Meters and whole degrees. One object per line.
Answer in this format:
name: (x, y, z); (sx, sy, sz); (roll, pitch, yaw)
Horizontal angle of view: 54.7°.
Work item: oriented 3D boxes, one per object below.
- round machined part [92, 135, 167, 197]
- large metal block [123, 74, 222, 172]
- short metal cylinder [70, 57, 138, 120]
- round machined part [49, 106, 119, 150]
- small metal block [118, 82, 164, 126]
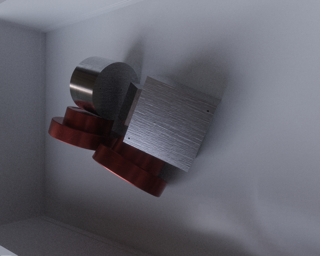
round machined part: (-0.032, 0.043, 0.390); (0.098, 0.098, 0.042); (26, 81, 36)
large metal block: (0.015, -0.009, 0.356); (0.080, 0.050, 0.079); (25, 107, 10)
short metal cylinder: (-0.076, -0.056, 0.432); (0.050, 0.081, 0.079); (21, 104, 38)
round machined part: (-0.104, -0.002, 0.443); (0.098, 0.099, 0.042); (21, 97, 37)
small metal block: (-0.020, -0.027, 0.401); (0.025, 0.050, 0.050); (47, 120, 53)
